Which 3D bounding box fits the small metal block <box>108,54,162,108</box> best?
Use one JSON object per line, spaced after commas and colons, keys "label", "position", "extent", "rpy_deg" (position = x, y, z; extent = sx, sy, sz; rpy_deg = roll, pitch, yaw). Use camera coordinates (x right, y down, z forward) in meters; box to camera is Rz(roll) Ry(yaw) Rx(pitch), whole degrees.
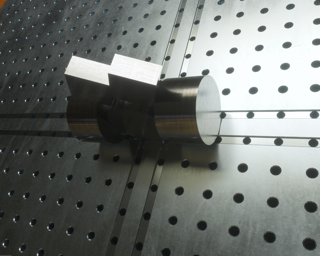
{"label": "small metal block", "position": [-0.027, -0.050, 0.339], "extent": [0.050, 0.050, 0.025], "rpy_deg": [14, 66, 1]}

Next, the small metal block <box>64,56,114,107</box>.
{"label": "small metal block", "position": [-0.078, -0.053, 0.362], "extent": [0.050, 0.050, 0.025], "rpy_deg": [15, 66, 0]}

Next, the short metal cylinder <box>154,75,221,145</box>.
{"label": "short metal cylinder", "position": [0.035, -0.021, 0.366], "extent": [0.050, 0.080, 0.080], "rpy_deg": [0, 62, 29]}

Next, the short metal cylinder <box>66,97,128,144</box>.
{"label": "short metal cylinder", "position": [-0.080, -0.019, 0.426], "extent": [0.050, 0.080, 0.080], "rpy_deg": [1, 62, 29]}

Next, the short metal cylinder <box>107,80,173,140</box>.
{"label": "short metal cylinder", "position": [-0.021, -0.024, 0.399], "extent": [0.080, 0.080, 0.050], "rpy_deg": [1, 63, 29]}
